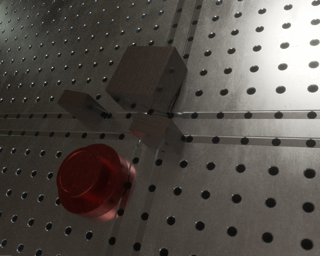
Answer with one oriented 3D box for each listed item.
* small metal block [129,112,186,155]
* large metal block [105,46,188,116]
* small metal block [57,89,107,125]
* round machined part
[{"bbox_3d":[-0.002,0.007,0.388,0.050,0.050,0.025,13,69,33],"label":"small metal block"},{"bbox_3d":[-0.018,-0.069,0.443,0.080,0.050,0.080,10,67,32],"label":"large metal block"},{"bbox_3d":[-0.118,-0.032,0.471,0.050,0.050,0.025,13,69,33],"label":"small metal block"},{"bbox_3d":[-0.095,0.064,0.406,0.098,0.042,0.098,-13,56,20],"label":"round machined part"}]
